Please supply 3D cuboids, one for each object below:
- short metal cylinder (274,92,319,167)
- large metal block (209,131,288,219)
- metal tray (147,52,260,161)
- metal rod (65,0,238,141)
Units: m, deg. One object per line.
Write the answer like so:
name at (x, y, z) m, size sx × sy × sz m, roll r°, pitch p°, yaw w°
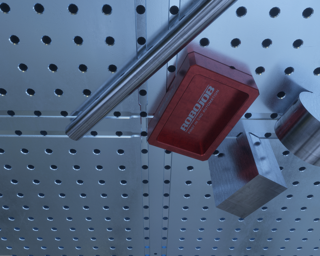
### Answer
short metal cylinder at (0.189, 0.000, 0.377) m, size 0.081 × 0.080 × 0.050 m, roll 17°, pitch 128°, yaw -14°
large metal block at (0.118, 0.065, 0.432) m, size 0.050 × 0.080 × 0.080 m, roll 27°, pitch 125°, yaw -21°
metal tray at (0.049, -0.020, 0.391) m, size 0.091 × 0.030 × 0.129 m, roll 19°, pitch 128°, yaw -16°
metal rod at (-0.010, -0.074, 0.347) m, size 0.299 × 0.025 × 0.025 m, roll -37°, pitch 121°, yaw 27°
